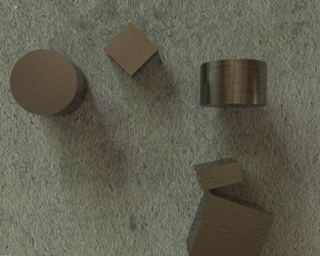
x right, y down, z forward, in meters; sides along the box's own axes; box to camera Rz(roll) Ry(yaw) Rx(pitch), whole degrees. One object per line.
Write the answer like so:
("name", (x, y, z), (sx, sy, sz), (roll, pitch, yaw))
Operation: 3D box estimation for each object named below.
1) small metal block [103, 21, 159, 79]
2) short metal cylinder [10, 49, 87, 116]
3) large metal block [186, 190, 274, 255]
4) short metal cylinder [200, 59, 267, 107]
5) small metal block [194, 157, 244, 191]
("small metal block", (-0.037, -0.102, 0.410), (0.050, 0.025, 0.050), (45, 90, 0))
("short metal cylinder", (-0.140, -0.055, 0.396), (0.081, 0.050, 0.080), (0, 90, 0))
("large metal block", (0.087, 0.131, 0.398), (0.080, 0.050, 0.080), (20, 90, 0))
("short metal cylinder", (0.090, -0.052, 0.383), (0.081, 0.080, 0.050), (0, 90, 0))
("small metal block", (0.074, 0.058, 0.398), (0.050, 0.050, 0.025), (-13, 90, 0))
